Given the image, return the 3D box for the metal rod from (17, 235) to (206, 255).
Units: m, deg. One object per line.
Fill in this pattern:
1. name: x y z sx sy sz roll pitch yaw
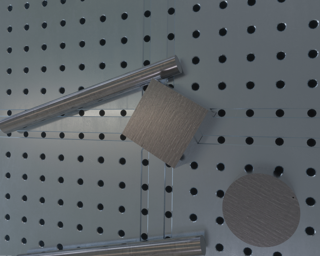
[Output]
1. metal rod: -0.084 0.181 0.441 0.301 0.025 0.025 -13 86 19

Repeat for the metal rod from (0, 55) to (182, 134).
1. metal rod: -0.112 -0.043 0.452 0.301 0.025 0.025 -16 85 19

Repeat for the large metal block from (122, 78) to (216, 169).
1. large metal block: 0.012 -0.006 0.395 0.080 0.050 0.080 32 100 17

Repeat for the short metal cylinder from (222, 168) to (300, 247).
1. short metal cylinder: 0.116 0.089 0.358 0.080 0.050 0.079 0 90 19
